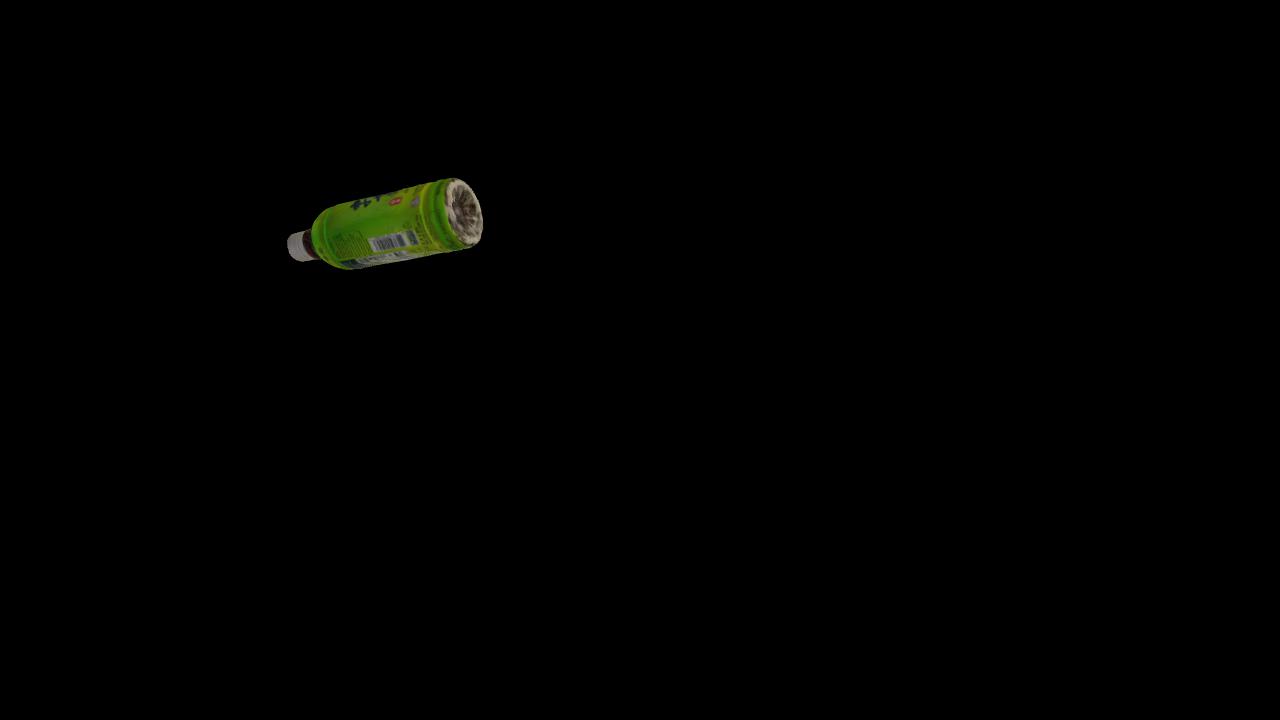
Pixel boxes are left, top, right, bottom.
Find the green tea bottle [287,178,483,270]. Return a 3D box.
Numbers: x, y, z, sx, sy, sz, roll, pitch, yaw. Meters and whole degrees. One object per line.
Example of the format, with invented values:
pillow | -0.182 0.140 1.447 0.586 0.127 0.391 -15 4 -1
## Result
green tea bottle | -0.270 -0.133 0.633 0.212 0.073 0.073 -8 -2 15
